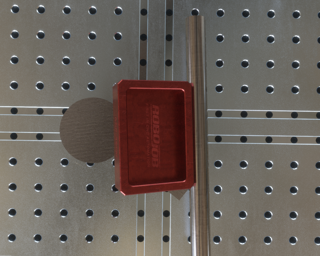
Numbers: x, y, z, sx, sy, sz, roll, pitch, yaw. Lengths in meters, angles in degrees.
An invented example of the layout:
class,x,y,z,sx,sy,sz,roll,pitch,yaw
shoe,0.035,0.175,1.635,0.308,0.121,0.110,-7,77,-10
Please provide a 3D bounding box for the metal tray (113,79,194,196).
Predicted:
class,x,y,z,sx,sy,sz,roll,pitch,yaw
metal tray,-0.008,0.010,0.371,0.091,0.030,0.129,-2,90,-20

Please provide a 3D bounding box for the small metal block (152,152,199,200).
class,x,y,z,sx,sy,sz,roll,pitch,yaw
small metal block,0.021,0.059,0.413,0.050,0.025,0.050,39,90,-1

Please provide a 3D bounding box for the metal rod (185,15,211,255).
class,x,y,z,sx,sy,sz,roll,pitch,yaw
metal rod,0.048,0.012,0.389,0.025,0.025,0.298,-1,90,-1

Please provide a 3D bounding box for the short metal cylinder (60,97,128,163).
class,x,y,z,sx,sy,sz,roll,pitch,yaw
short metal cylinder,-0.081,0.003,0.399,0.081,0.050,0.079,0,90,-1

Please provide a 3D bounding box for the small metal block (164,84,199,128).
class,x,y,z,sx,sy,sz,roll,pitch,yaw
small metal block,0.031,-0.029,0.414,0.050,0.025,0.050,-15,90,-1
